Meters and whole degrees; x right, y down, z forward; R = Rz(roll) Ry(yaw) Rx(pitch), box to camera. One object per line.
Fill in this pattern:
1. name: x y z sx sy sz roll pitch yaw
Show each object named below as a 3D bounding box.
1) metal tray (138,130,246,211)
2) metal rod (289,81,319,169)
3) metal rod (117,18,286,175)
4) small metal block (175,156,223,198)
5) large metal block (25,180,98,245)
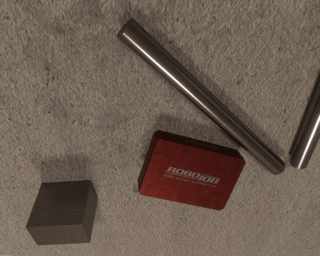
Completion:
1. metal tray: 0.043 0.062 0.440 0.131 0.030 0.089 14 110 -13
2. metal rod: 0.202 -0.062 0.357 0.025 0.025 0.298 0 130 0
3. metal rod: 0.069 -0.022 0.389 0.025 0.025 0.301 -37 122 27
4. small metal block: 0.059 0.076 0.473 0.050 0.025 0.050 23 126 -19
5. large metal block: -0.147 0.130 0.480 0.080 0.080 0.050 -4 130 3
